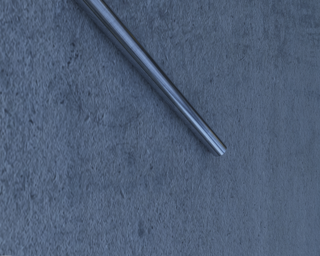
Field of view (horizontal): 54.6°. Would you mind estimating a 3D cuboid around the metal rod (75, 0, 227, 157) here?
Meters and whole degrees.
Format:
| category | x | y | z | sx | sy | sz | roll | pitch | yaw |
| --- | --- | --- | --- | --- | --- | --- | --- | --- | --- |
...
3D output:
| category | x | y | z | sx | sy | sz | roll | pitch | yaw |
| --- | --- | --- | --- | --- | --- | --- | --- | --- | --- |
| metal rod | 0.002 | -0.059 | 0.404 | 0.300 | 0.025 | 0.025 | 46 | 63 | -30 |
